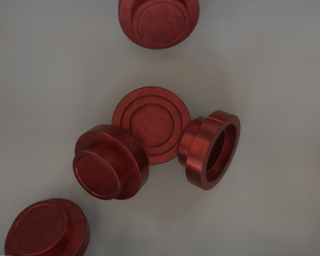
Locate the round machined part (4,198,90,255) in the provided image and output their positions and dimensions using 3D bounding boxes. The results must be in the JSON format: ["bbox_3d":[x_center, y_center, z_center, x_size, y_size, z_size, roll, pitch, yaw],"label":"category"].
[{"bbox_3d":[-0.138,0.127,0.374,0.099,0.042,0.098,-4,46,4],"label":"round machined part"}]

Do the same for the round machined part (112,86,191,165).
[{"bbox_3d":[-0.011,-0.003,0.403,0.099,0.042,0.097,0,90,-1],"label":"round machined part"}]

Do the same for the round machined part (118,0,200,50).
[{"bbox_3d":[-0.001,-0.135,0.374,0.099,0.097,0.042,-8,50,-1],"label":"round machined part"}]

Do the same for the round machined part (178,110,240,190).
[{"bbox_3d":[0.058,0.024,0.383,0.042,0.098,0.098,23,90,30],"label":"round machined part"}]

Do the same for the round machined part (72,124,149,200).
[{"bbox_3d":[-0.066,0.048,0.376,0.098,0.042,0.097,14,122,24],"label":"round machined part"}]
